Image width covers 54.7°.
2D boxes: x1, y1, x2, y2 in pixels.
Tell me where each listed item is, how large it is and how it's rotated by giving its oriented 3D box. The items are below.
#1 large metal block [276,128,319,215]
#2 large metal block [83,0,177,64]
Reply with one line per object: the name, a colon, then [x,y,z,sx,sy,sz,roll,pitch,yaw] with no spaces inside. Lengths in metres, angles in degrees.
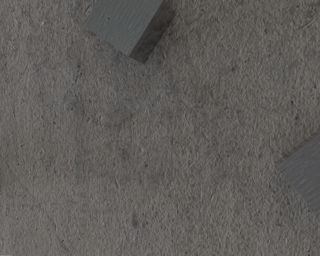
large metal block: [0.184,0.045,0.331,0.080,0.050,0.080,-43,77,15]
large metal block: [-0.039,-0.144,0.409,0.080,0.050,0.080,37,102,16]
